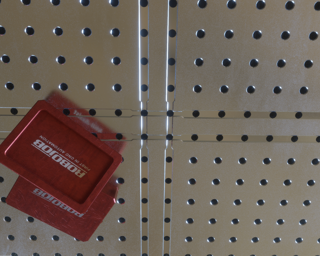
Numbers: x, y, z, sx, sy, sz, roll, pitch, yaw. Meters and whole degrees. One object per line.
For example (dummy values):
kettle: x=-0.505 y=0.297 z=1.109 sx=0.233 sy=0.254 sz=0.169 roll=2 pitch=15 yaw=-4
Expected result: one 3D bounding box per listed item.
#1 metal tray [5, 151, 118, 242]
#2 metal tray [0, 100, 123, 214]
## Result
metal tray: x=-0.139 y=0.097 z=0.445 sx=0.130 sy=0.030 sz=0.090 roll=32 pitch=107 yaw=-11
metal tray: x=-0.127 y=0.037 z=0.399 sx=0.130 sy=0.030 sz=0.090 roll=38 pitch=74 yaw=-12
